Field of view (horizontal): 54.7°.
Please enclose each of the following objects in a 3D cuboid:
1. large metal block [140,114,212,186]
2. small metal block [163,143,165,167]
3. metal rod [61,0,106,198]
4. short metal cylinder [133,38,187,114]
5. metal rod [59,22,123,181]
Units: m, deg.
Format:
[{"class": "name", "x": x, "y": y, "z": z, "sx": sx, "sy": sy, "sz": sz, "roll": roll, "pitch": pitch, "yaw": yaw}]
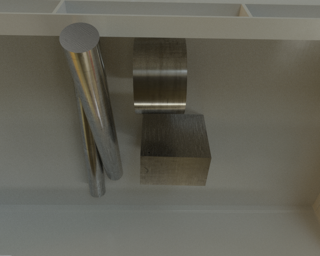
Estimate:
[{"class": "large metal block", "x": 0.017, "y": 0.026, "z": 0.395, "sx": 0.081, "sy": 0.080, "sz": 0.050, "roll": 2, "pitch": 130, "yaw": -2}, {"class": "small metal block", "x": 0.025, "y": 0.050, "z": 0.436, "sx": 0.050, "sy": 0.050, "sz": 0.025, "roll": 11, "pitch": 129, "yaw": -10}, {"class": "metal rod", "x": -0.091, "y": -0.012, "z": 0.397, "sx": 0.025, "sy": 0.025, "sz": 0.298, "roll": 2, "pitch": 130, "yaw": -2}, {"class": "short metal cylinder", "x": 0.000, "y": -0.054, "z": 0.327, "sx": 0.050, "sy": 0.080, "sz": 0.079, "roll": 0, "pitch": 130, "yaw": 0}, {"class": "metal rod", "x": -0.060, "y": 0.005, "z": 0.333, "sx": 0.025, "sy": 0.025, "sz": 0.299, "roll": 2, "pitch": 155, "yaw": -3}]
